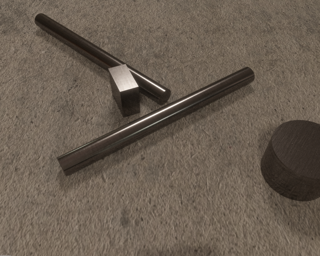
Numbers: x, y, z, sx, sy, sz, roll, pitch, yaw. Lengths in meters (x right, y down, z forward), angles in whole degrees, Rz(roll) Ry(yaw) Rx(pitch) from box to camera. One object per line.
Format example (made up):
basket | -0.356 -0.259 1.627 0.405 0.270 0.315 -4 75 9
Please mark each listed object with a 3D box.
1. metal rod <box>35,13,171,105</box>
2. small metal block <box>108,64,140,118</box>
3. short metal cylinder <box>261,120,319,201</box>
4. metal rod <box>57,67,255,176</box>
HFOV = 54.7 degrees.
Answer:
metal rod | -0.105 -0.120 0.502 0.300 0.025 0.025 34 58 25
small metal block | -0.049 -0.051 0.430 0.025 0.050 0.050 -18 53 -15
short metal cylinder | 0.164 0.037 0.358 0.081 0.050 0.080 0 50 0
metal rod | 0.010 -0.018 0.418 0.302 0.025 0.025 -27 55 -21
